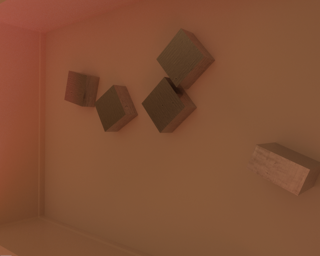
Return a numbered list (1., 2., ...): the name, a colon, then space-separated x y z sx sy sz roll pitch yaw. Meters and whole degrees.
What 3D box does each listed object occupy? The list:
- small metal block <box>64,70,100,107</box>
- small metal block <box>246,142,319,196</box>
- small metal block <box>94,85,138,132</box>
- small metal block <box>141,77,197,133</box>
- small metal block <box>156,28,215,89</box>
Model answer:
1. small metal block: -0.129 -0.065 0.510 0.050 0.025 0.050 19 102 38
2. small metal block: 0.118 0.036 0.292 0.050 0.050 0.025 28 108 36
3. small metal block: -0.066 -0.028 0.459 0.050 0.025 0.050 -36 68 33
4. small metal block: 0.011 -0.029 0.396 0.050 0.025 0.050 -47 63 29
5. small metal block: 0.030 -0.084 0.380 0.050 0.025 0.050 -47 63 29
